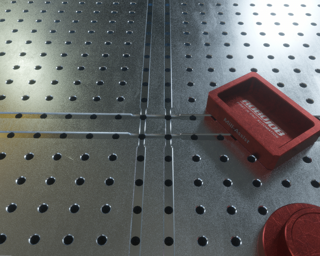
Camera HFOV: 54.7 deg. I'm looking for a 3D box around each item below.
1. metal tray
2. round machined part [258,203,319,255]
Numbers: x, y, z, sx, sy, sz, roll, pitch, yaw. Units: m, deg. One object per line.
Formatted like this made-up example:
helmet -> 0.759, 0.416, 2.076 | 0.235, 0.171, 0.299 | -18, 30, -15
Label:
metal tray -> 0.137, -0.016, 0.419 | 0.091, 0.030, 0.130 | -26, 55, -21
round machined part -> 0.150, 0.117, 0.300 | 0.099, 0.042, 0.098 | 0, 50, 0
